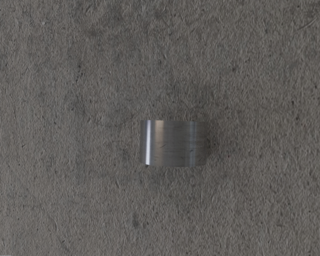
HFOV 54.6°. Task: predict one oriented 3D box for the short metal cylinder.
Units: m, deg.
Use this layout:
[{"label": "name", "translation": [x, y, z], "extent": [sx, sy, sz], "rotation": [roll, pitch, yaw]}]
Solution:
[{"label": "short metal cylinder", "translation": [0.016, 0.017, 0.374], "extent": [0.080, 0.080, 0.050], "rotation": [2, 91, 20]}]
